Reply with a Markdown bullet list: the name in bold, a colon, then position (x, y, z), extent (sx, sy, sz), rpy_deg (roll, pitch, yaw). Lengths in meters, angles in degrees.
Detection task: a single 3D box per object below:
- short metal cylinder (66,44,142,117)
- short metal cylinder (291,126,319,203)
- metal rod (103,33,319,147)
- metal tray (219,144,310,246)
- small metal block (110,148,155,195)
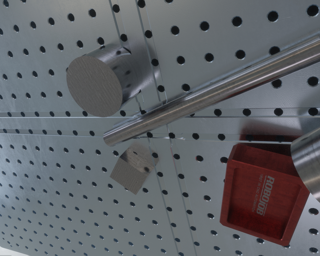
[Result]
- **short metal cylinder**: position (-0.070, -0.060, 0.395), extent (0.080, 0.050, 0.079), rpy_deg (13, 124, 21)
- **short metal cylinder**: position (0.176, 0.034, 0.304), extent (0.080, 0.080, 0.050), rpy_deg (46, 129, -4)
- **metal rod**: position (0.038, -0.030, 0.372), extent (0.299, 0.025, 0.025), rpy_deg (-22, 107, 36)
- **metal tray**: position (0.126, 0.085, 0.382), extent (0.090, 0.030, 0.129), rpy_deg (14, 133, 20)
- **small metal block**: position (-0.043, 0.067, 0.476), extent (0.050, 0.025, 0.050), rpy_deg (34, 129, 5)
